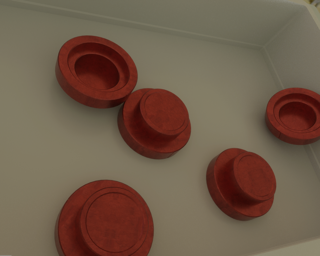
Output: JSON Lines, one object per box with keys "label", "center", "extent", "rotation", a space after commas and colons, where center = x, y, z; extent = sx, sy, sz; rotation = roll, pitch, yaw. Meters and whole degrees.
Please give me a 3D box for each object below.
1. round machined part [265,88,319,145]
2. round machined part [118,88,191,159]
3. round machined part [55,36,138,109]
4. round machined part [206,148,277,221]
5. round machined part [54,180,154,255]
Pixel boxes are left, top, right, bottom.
{"label": "round machined part", "center": [0.223, -0.015, 0.508], "extent": [0.099, 0.042, 0.098], "rotation": [-4, 59, 7]}
{"label": "round machined part", "center": [-0.002, -0.012, 0.403], "extent": [0.099, 0.042, 0.098], "rotation": [14, 56, -21]}
{"label": "round machined part", "center": [-0.081, -0.066, 0.392], "extent": [0.099, 0.042, 0.098], "rotation": [14, 56, -21]}
{"label": "round machined part", "center": [0.115, 0.071, 0.416], "extent": [0.099, 0.042, 0.098], "rotation": [14, 56, -21]}
{"label": "round machined part", "center": [-0.051, 0.098, 0.309], "extent": [0.099, 0.042, 0.098], "rotation": [14, 56, -21]}
